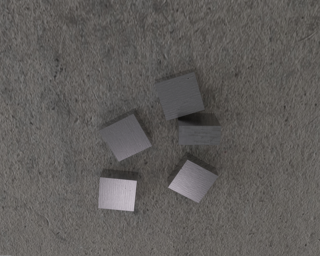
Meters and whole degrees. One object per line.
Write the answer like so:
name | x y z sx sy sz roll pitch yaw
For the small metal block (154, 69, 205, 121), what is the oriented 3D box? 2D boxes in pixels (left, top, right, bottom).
small metal block | 0.025 -0.043 0.394 0.050 0.025 0.050 -17 109 6

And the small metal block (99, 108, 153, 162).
small metal block | -0.044 0.009 0.413 0.050 0.025 0.050 -26 108 9

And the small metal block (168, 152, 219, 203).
small metal block | 0.045 0.070 0.436 0.050 0.025 0.050 29 107 -11

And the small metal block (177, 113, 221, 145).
small metal block | 0.048 0.000 0.397 0.050 0.050 0.025 0 110 0

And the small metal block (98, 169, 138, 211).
small metal block | -0.059 0.088 0.442 0.050 0.025 0.050 6 110 -3
